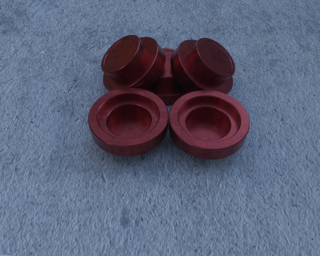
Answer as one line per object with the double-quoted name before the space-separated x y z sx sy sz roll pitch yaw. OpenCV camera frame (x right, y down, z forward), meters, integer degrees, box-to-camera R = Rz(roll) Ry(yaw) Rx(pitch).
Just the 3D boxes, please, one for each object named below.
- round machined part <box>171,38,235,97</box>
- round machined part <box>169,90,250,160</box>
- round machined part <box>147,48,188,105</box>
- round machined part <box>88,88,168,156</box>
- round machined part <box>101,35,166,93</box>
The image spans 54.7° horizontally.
"round machined part" 0.068 -0.089 0.441 0.099 0.042 0.098 19 52 -25
"round machined part" 0.060 0.000 0.394 0.099 0.042 0.098 0 50 0
"round machined part" 0.007 -0.082 0.462 0.099 0.042 0.098 0 50 0
"round machined part" -0.039 -0.003 0.396 0.099 0.042 0.098 0 50 0
"round machined part" -0.044 -0.093 0.440 0.098 0.042 0.098 -21 49 26
